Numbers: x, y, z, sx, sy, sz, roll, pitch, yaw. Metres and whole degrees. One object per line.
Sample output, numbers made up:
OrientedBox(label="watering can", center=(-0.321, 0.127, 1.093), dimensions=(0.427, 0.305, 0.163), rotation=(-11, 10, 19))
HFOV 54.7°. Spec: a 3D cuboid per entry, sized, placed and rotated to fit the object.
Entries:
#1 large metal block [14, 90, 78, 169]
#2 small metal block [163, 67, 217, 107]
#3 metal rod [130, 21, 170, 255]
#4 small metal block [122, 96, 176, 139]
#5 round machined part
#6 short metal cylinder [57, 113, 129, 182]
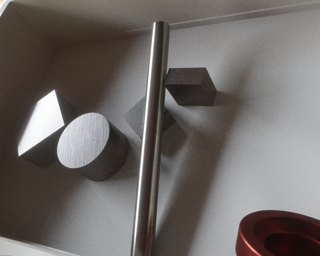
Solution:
OrientedBox(label="large metal block", center=(-0.170, 0.002, 0.475), dimensions=(0.080, 0.050, 0.080), rotation=(-34, 52, 6))
OrientedBox(label="small metal block", center=(0.040, -0.052, 0.400), dimensions=(0.050, 0.050, 0.025), rotation=(5, 65, 30))
OrientedBox(label="metal rod", center=(-0.009, 0.000, 0.379), dimensions=(0.025, 0.025, 0.299), rotation=(-5, 68, 25))
OrientedBox(label="small metal block", center=(-0.015, -0.012, 0.420), dimensions=(0.050, 0.025, 0.050), rotation=(-42, 51, -1))
OrientedBox(label="round machined part", center=(0.110, 0.108, 0.247), dimensions=(0.098, 0.099, 0.042), rotation=(15, 106, 34))
OrientedBox(label="short metal cylinder", center=(-0.089, 0.026, 0.419), dimensions=(0.080, 0.050, 0.080), rotation=(-13, 56, 20))
